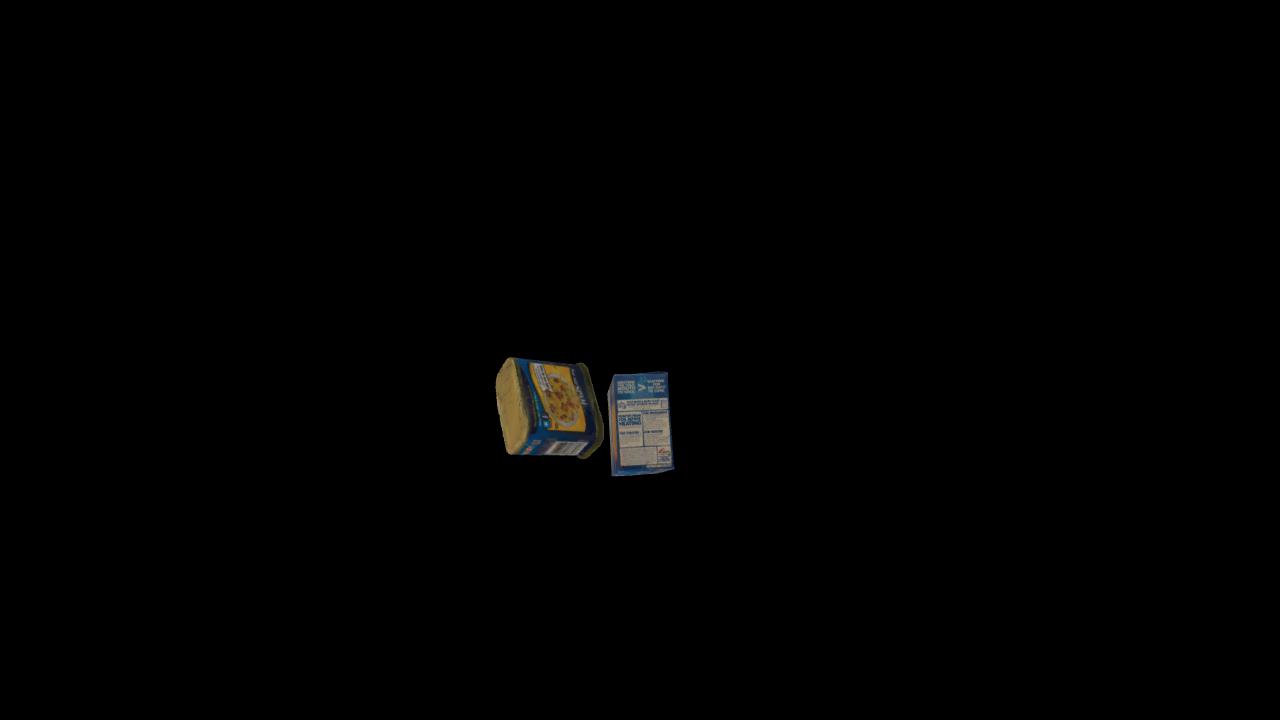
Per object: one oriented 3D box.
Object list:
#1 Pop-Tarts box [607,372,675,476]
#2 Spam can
[{"bbox_3d":[-0.003,0.104,0.945,0.083,0.141,0.167,-2,-13,-7],"label":"Pop-Tarts box"},{"bbox_3d":[-0.094,0.048,0.626,0.085,0.101,0.058,8,-41,-36],"label":"Spam can"}]
